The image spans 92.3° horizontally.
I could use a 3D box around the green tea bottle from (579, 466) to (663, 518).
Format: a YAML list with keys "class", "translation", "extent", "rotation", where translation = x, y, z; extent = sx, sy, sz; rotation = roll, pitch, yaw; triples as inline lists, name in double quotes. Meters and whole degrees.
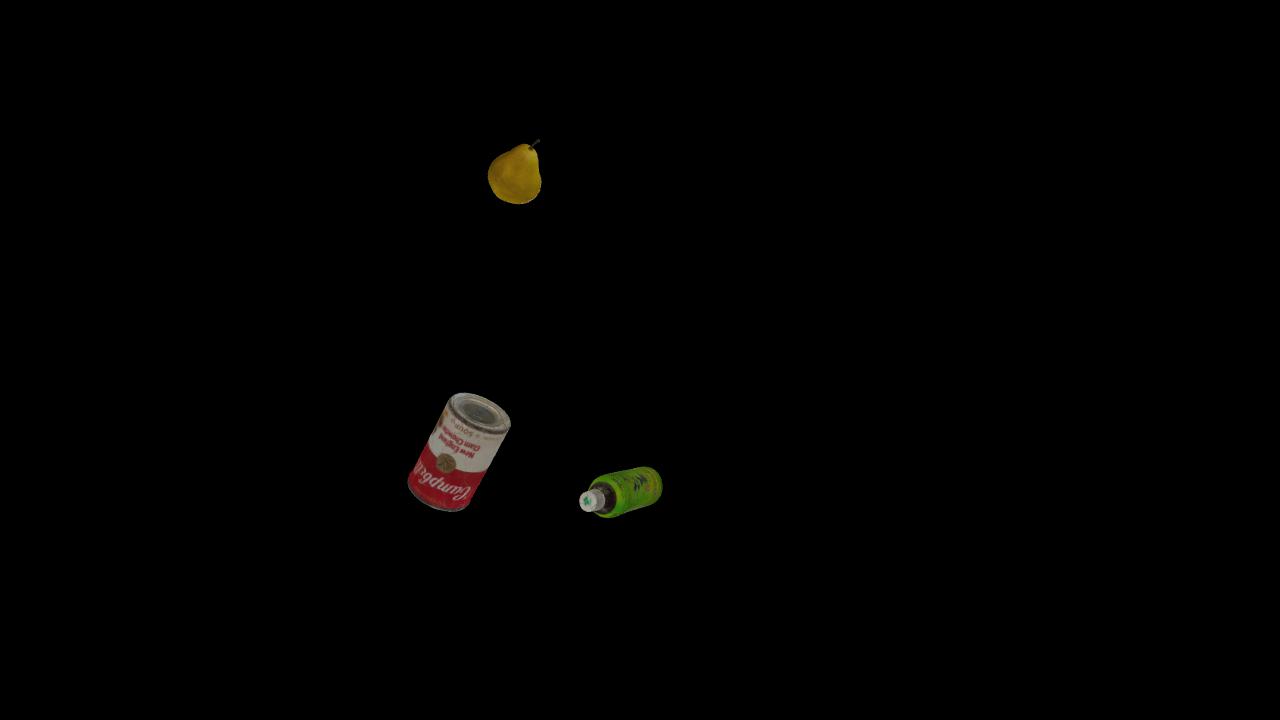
- class: "green tea bottle"
  translation: [-0.032, 0.217, 1.001]
  extent: [0.073, 0.073, 0.212]
  rotation: [0, -3, 24]

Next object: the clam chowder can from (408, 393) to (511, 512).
- class: "clam chowder can"
  translation: [-0.182, 0.092, 0.623]
  extent: [0.068, 0.102, 0.068]
  rotation: [29, 14, -8]

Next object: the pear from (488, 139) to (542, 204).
- class: "pear"
  translation: [-0.179, -0.283, 0.904]
  extent: [0.080, 0.080, 0.111]
  rotation: [0, -30, -23]
